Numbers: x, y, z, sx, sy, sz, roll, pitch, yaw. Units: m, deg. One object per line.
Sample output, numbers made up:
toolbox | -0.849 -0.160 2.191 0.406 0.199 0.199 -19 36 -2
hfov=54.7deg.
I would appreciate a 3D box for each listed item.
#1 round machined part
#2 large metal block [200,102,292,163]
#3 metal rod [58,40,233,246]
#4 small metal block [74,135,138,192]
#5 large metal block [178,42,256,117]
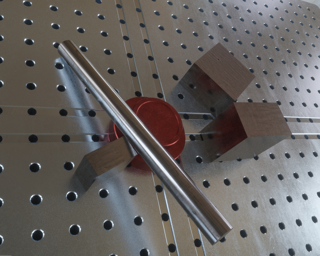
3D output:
round machined part | -0.011 0.001 0.391 0.099 0.042 0.098 14 56 -21
large metal block | 0.117 0.007 0.432 0.081 0.080 0.050 -2 63 -29
metal rod | -0.033 -0.003 0.344 0.025 0.025 0.300 -22 58 -36
small metal block | -0.059 0.039 0.336 0.050 0.050 0.025 -28 77 -37
large metal block | 0.090 -0.076 0.487 0.080 0.050 0.080 44 51 2
